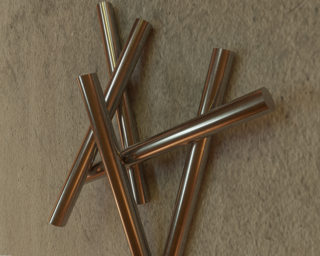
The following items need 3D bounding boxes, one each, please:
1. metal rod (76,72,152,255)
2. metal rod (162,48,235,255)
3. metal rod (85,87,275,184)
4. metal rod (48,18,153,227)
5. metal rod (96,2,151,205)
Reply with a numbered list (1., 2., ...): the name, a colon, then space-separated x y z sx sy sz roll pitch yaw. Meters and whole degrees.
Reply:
1. metal rod: -0.048 0.080 0.388 0.025 0.025 0.298 -8 102 39
2. metal rod: 0.039 0.057 0.370 0.025 0.025 0.298 21 103 38
3. metal rod: -0.009 0.023 0.376 0.299 0.025 0.025 -25 75 37
4. metal rod: -0.081 -0.007 0.424 0.025 0.025 0.299 24 91 37
5. metal rod: -0.055 -0.041 0.447 0.025 0.025 0.298 -19 78 38
